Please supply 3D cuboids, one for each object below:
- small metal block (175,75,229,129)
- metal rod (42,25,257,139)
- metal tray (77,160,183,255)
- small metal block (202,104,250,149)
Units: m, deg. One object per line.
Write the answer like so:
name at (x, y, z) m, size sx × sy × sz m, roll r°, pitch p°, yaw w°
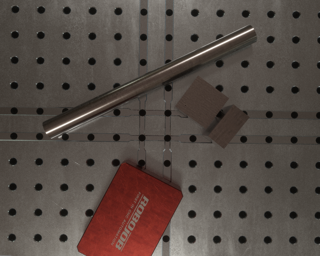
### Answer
small metal block at (0.055, -0.033, 0.414) m, size 0.050 × 0.025 × 0.050 m, roll 37°, pitch 90°, yaw -1°
metal rod at (-0.013, -0.062, 0.413) m, size 0.301 × 0.025 × 0.025 m, roll -25°, pitch 90°, yaw -1°
metal tray at (-0.038, 0.120, 0.411) m, size 0.090 × 0.030 × 0.130 m, roll 28°, pitch 90°, yaw -1°
small metal block at (0.084, -0.002, 0.402) m, size 0.025 × 0.050 × 0.050 m, roll 39°, pitch 90°, yaw -1°
